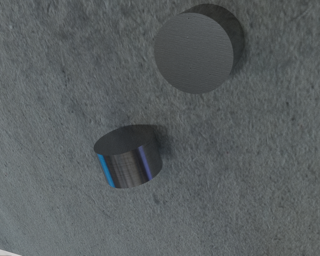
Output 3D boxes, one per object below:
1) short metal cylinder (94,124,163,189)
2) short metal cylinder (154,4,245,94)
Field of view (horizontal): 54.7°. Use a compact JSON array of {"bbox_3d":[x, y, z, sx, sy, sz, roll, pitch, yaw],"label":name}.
[{"bbox_3d":[-0.041,0.036,0.414,0.080,0.080,0.050,-1,118,28],"label":"short metal cylinder"},{"bbox_3d":[0.041,-0.081,0.318,0.080,0.050,0.079,13,124,20],"label":"short metal cylinder"}]
